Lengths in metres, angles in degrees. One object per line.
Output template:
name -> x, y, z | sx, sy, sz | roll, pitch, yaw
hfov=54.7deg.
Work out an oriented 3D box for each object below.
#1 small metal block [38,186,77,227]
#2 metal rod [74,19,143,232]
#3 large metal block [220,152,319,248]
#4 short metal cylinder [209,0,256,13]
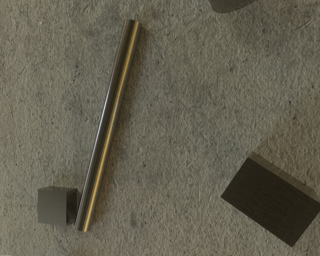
small metal block -> -0.153, 0.115, 0.461 | 0.050, 0.025, 0.050 | 1, 90, 19
metal rod -> -0.074, 0.000, 0.433 | 0.025, 0.025, 0.298 | 17, 95, 19
large metal block -> 0.120, 0.071, 0.337 | 0.080, 0.080, 0.050 | 34, 101, 16
short metal cylinder -> 0.087, -0.175, 0.349 | 0.080, 0.080, 0.050 | -24, 82, 18
